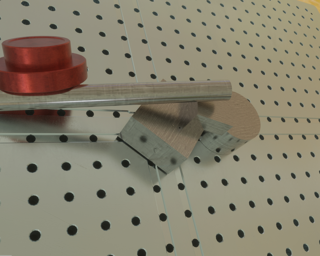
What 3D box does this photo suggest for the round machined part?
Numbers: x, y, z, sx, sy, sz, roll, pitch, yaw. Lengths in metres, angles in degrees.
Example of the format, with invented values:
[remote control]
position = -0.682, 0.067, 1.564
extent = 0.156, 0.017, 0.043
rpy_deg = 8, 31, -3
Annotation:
[round machined part]
position = -0.131, -0.074, 0.338
extent = 0.099, 0.042, 0.098
rpy_deg = 1, 26, 0

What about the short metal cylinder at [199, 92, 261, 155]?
[short metal cylinder]
position = 0.097, -0.008, 0.451
extent = 0.081, 0.050, 0.080
rpy_deg = 14, 56, -21

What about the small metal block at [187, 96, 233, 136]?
[small metal block]
position = 0.063, -0.024, 0.391
extent = 0.050, 0.025, 0.050
rpy_deg = 17, 55, -19

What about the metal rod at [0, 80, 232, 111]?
[metal rod]
position = -0.067, -0.036, 0.339
extent = 0.302, 0.025, 0.025
rpy_deg = -4, 62, -11

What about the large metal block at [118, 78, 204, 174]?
[large metal block]
position = 0.007, -0.003, 0.396
extent = 0.080, 0.050, 0.080
rpy_deg = 38, 51, -3
